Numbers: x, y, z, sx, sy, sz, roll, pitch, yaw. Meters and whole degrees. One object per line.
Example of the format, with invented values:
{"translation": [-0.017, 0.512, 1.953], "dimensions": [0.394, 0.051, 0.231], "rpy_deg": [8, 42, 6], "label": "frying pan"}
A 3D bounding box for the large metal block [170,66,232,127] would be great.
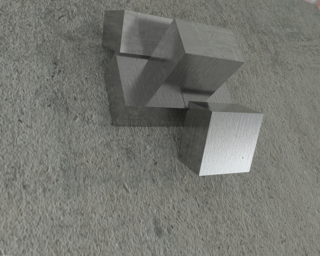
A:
{"translation": [0.049, -0.048, 0.445], "dimensions": [0.081, 0.050, 0.080], "rpy_deg": [1, 62, -28], "label": "large metal block"}

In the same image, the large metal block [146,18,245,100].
{"translation": [0.040, -0.080, 0.378], "dimensions": [0.081, 0.080, 0.050], "rpy_deg": [1, 61, -28], "label": "large metal block"}

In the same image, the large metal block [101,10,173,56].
{"translation": [-0.028, -0.129, 0.428], "dimensions": [0.081, 0.050, 0.080], "rpy_deg": [0, 18, -28], "label": "large metal block"}

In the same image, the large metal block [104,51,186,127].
{"translation": [-0.022, -0.049, 0.406], "dimensions": [0.081, 0.050, 0.080], "rpy_deg": [1, 62, -28], "label": "large metal block"}

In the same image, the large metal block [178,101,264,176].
{"translation": [0.077, 0.012, 0.398], "dimensions": [0.081, 0.079, 0.050], "rpy_deg": [1, 18, -29], "label": "large metal block"}
